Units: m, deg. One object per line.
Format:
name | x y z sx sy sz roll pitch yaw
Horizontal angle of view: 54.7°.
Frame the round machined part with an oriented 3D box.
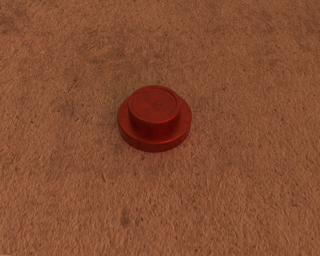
round machined part | -0.007 -0.019 0.409 0.099 0.042 0.098 0 50 0
